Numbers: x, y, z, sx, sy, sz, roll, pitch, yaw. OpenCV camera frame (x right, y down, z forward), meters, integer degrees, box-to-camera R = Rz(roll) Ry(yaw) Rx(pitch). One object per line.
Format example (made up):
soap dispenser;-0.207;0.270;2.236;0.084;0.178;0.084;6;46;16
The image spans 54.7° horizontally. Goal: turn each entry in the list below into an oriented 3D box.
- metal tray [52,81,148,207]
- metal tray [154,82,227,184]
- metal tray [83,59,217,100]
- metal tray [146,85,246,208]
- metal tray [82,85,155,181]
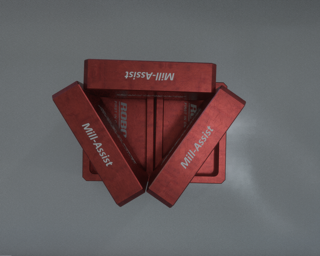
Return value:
metal tray;-0.060;0.015;0.346;0.030;0.090;0.130;-31;90;1
metal tray;0.039;0.005;0.408;0.091;0.030;0.129;1;89;0
metal tray;-0.010;-0.051;0.346;0.131;0.090;0.030;2;91;0
metal tray;0.036;0.018;0.346;0.030;0.090;0.130;35;90;0
metal tray;-0.053;0.003;0.408;0.091;0.030;0.129;0;89;0
